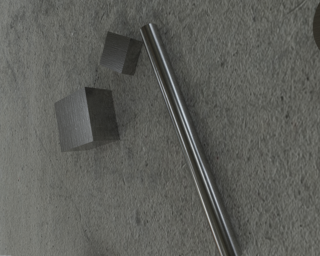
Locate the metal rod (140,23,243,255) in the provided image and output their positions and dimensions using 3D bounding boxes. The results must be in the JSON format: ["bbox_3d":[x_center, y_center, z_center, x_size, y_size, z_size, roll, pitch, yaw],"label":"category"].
[{"bbox_3d":[0.032,0.004,0.377,0.025,0.025,0.299,-30,72,36],"label":"metal rod"}]

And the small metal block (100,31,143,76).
[{"bbox_3d":[-0.057,-0.108,0.449,0.050,0.025,0.050,27,107,36],"label":"small metal block"}]

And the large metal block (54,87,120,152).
[{"bbox_3d":[-0.114,-0.011,0.480,0.080,0.050,0.080,-18,79,38],"label":"large metal block"}]

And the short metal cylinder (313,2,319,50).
[{"bbox_3d":[0.172,-0.082,0.247,0.080,0.050,0.079,0,90,39],"label":"short metal cylinder"}]
